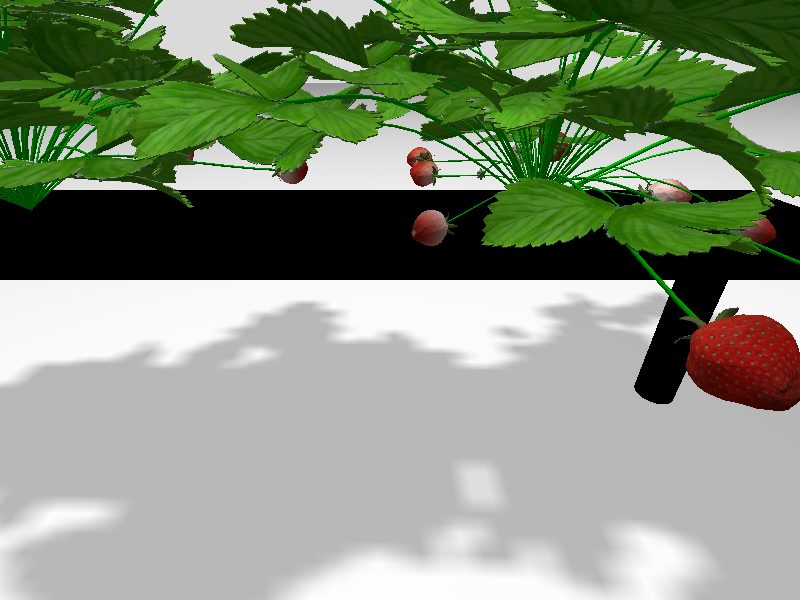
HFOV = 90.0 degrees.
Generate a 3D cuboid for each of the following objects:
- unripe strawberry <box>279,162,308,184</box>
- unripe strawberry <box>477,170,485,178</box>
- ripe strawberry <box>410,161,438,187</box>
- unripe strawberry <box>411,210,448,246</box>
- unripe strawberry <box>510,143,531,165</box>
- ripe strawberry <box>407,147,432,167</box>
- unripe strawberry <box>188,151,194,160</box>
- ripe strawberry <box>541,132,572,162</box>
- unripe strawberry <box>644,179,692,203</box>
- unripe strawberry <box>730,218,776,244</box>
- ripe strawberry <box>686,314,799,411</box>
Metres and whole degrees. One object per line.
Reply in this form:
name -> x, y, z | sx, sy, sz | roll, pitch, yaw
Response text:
unripe strawberry -> -0.116, -0.144, 0.438 | 0.032, 0.031, 0.030 | -13, 32, -22
unripe strawberry -> 0.092, -0.144, 0.457 | 0.009, 0.010, 0.010 | -7, 30, -12
ripe strawberry -> 0.024, -0.134, 0.421 | 0.030, 0.025, 0.030 | 23, 37, 34
unripe strawberry -> 0.019, -0.050, 0.280 | 0.027, 0.026, 0.025 | -23, 37, -33
unripe strawberry -> 0.156, -0.190, 0.516 | 0.026, 0.030, 0.029 | 5, 23, 9
ripe strawberry -> 0.022, -0.170, 0.482 | 0.031, 0.028, 0.028 | -18, 34, -28
unripe strawberry -> -0.280, -0.188, 0.508 | 0.037, 0.032, 0.037 | 8, 30, 13
ripe strawberry -> 0.204, -0.202, 0.528 | 0.042, 0.037, 0.038 | 11, 22, 19
unripe strawberry -> 0.228, -0.088, 0.340 | 0.033, 0.029, 0.033 | 4, 30, 5
unripe strawberry -> 0.246, -0.049, 0.279 | 0.026, 0.022, 0.026 | 30, 40, 21
ripe strawberry -> 0.126, 0.024, 0.145 | 0.033, 0.035, 0.036 | -1, 31, -1
